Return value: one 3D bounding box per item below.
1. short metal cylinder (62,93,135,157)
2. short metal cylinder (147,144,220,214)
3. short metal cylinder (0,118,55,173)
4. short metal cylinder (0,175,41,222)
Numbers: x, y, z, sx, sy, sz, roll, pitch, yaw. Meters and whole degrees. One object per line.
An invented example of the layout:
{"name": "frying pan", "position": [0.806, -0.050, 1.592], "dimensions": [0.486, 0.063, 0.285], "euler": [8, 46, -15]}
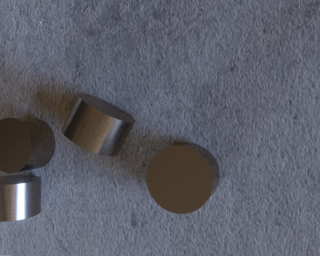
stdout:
{"name": "short metal cylinder", "position": [-0.080, -0.005, 0.407], "dimensions": [0.080, 0.080, 0.050], "euler": [31, 100, 17]}
{"name": "short metal cylinder", "position": [0.030, 0.060, 0.384], "dimensions": [0.080, 0.050, 0.079], "euler": [0, 90, 19]}
{"name": "short metal cylinder", "position": [-0.208, 0.025, 0.467], "dimensions": [0.080, 0.050, 0.079], "euler": [0, 90, 19]}
{"name": "short metal cylinder", "position": [-0.218, 0.101, 0.455], "dimensions": [0.080, 0.080, 0.050], "euler": [1, 90, 19]}
